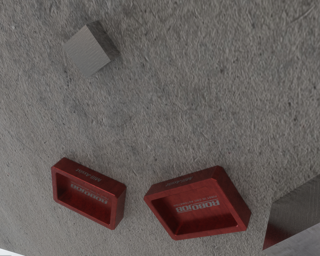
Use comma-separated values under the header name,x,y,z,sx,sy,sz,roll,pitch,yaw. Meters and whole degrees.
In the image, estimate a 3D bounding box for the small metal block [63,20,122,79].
name,x,y,z,sx,sy,sz,roll,pitch,yaw
small metal block,-0.086,-0.098,0.391,0.050,0.025,0.050,-25,105,37

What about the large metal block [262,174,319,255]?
name,x,y,z,sx,sy,sz,roll,pitch,yaw
large metal block,0.169,0.110,0.350,0.050,0.080,0.080,40,129,1

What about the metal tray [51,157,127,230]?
name,x,y,z,sx,sy,sz,roll,pitch,yaw
metal tray,-0.125,0.114,0.540,0.130,0.030,0.089,21,126,15

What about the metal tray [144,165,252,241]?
name,x,y,z,sx,sy,sz,roll,pitch,yaw
metal tray,0.051,0.112,0.446,0.130,0.030,0.090,-24,106,36
